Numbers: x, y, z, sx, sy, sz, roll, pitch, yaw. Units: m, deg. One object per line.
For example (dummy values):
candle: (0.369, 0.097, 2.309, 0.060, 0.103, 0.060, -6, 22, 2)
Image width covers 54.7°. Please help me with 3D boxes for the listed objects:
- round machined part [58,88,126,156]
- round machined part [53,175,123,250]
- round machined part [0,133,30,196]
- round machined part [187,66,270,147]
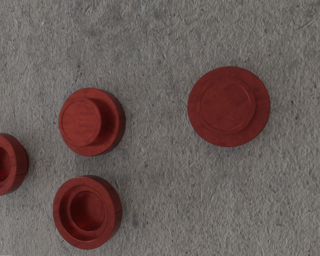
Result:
round machined part: (-0.102, -0.009, 0.436, 0.098, 0.042, 0.097, 0, 90, 20)
round machined part: (-0.096, 0.114, 0.434, 0.098, 0.042, 0.097, 0, 90, 20)
round machined part: (-0.248, 0.056, 0.487, 0.098, 0.042, 0.097, 0, 90, 20)
round machined part: (0.080, -0.026, 0.371, 0.098, 0.042, 0.097, 0, 90, 20)
